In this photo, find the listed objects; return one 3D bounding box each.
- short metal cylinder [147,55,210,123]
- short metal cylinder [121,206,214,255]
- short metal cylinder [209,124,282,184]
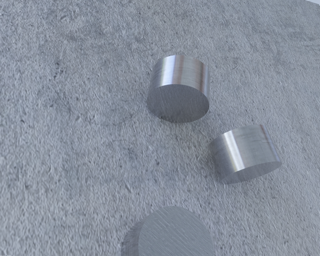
[{"bbox_3d":[0.026,-0.050,0.413,0.080,0.080,0.050,19,54,-17],"label":"short metal cylinder"},{"bbox_3d":[0.007,0.126,0.315,0.081,0.050,0.080,14,56,-21],"label":"short metal cylinder"},{"bbox_3d":[0.110,0.036,0.406,0.081,0.080,0.050,-1,63,-29],"label":"short metal cylinder"}]
